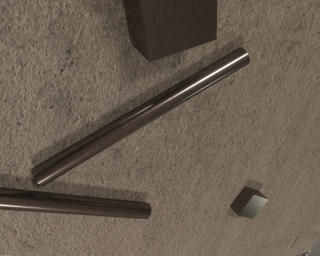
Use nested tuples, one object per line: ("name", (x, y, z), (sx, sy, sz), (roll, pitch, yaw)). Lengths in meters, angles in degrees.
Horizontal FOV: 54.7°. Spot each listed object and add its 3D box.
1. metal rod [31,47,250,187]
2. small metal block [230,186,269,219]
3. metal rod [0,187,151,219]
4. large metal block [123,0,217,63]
("metal rod", (-0.017, -0.019, 0.387), (0.301, 0.025, 0.025), (-31, 129, -9))
("small metal block", (0.171, 0.144, 0.592), (0.050, 0.025, 0.050), (23, 106, -37))
("metal rod", (-0.140, 0.093, 0.389), (0.302, 0.025, 0.025), (16, 110, -35))
("large metal block", (0.010, -0.124, 0.314), (0.081, 0.050, 0.080), (-23, 135, -15))
